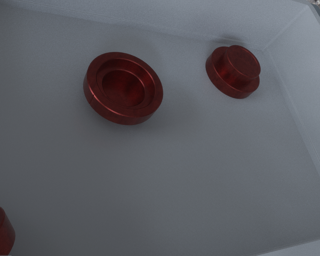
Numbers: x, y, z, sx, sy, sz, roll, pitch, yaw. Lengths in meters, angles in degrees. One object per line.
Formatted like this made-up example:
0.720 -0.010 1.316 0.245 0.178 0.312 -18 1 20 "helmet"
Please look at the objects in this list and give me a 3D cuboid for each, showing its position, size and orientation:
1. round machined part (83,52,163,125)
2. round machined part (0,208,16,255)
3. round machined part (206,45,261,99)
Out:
-0.049 -0.046 0.396 0.099 0.042 0.098 14 56 -21 "round machined part"
-0.155 0.102 0.225 0.099 0.098 0.042 -32 116 -38 "round machined part"
0.131 -0.101 0.527 0.099 0.042 0.098 14 56 -21 "round machined part"
